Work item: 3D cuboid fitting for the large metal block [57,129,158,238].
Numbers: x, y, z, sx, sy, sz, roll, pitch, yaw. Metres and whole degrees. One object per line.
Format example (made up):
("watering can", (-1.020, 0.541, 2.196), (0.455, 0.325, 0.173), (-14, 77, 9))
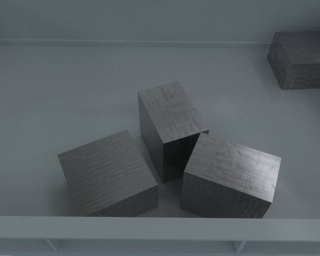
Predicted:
("large metal block", (-0.056, 0.058, 0.339), (0.081, 0.050, 0.080), (-21, 53, -17))

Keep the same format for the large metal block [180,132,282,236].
("large metal block", (0.069, 0.059, 0.320), (0.080, 0.080, 0.050), (18, 53, 14))

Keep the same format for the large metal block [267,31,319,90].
("large metal block", (0.223, -0.106, 0.481), (0.081, 0.050, 0.080), (-2, 50, -3))

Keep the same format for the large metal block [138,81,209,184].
("large metal block", (0.012, 0.006, 0.365), (0.050, 0.080, 0.080), (-17, 52, -14))
